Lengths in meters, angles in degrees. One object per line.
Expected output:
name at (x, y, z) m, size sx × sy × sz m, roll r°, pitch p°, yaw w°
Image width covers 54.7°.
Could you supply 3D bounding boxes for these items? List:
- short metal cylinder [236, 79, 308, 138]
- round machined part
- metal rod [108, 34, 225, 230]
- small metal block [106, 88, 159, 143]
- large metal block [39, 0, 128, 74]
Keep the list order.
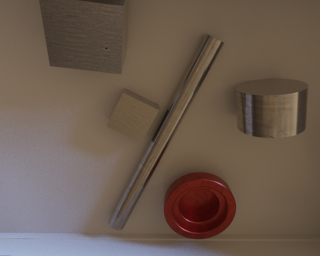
short metal cylinder at (0.134, -0.026, 0.374) m, size 0.080 × 0.080 × 0.050 m, roll -6°, pitch 110°, yaw 2°
round machined part at (0.055, 0.106, 0.442) m, size 0.099 × 0.042 × 0.097 m, roll 0°, pitch 110°, yaw -1°
metal rod at (0.001, 0.018, 0.417) m, size 0.025 × 0.025 × 0.298 m, roll 25°, pitch 108°, yaw -9°
small metal block at (-0.035, -0.017, 0.405) m, size 0.050 × 0.025 × 0.050 m, roll 26°, pitch 108°, yaw -10°
large metal block at (-0.079, -0.111, 0.341) m, size 0.081 × 0.050 × 0.079 m, roll 6°, pitch 135°, yaw -3°
